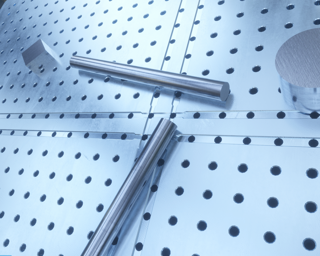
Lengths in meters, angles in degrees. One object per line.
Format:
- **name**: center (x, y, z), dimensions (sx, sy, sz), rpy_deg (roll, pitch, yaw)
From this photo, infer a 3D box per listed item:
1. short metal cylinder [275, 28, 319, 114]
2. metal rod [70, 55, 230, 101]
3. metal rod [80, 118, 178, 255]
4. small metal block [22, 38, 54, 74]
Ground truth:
- **short metal cylinder**: center (0.172, -0.062, 0.340), dimensions (0.080, 0.050, 0.080), rpy_deg (-13, 55, 20)
- **metal rod**: center (-0.036, -0.083, 0.477), dimensions (0.300, 0.025, 0.025), rpy_deg (17, 71, 34)
- **metal rod**: center (-0.061, 0.119, 0.367), dimensions (0.025, 0.025, 0.300), rpy_deg (19, 72, 35)
- **small metal block**: center (-0.249, -0.147, 0.629), dimensions (0.050, 0.025, 0.050), rpy_deg (-37, 51, 3)
